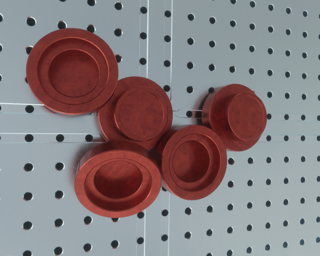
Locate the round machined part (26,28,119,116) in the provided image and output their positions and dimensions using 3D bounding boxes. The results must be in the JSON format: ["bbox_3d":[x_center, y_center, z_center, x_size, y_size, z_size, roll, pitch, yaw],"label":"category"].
[{"bbox_3d":[-0.099,-0.062,0.361,0.099,0.042,0.097,1,85,-11],"label":"round machined part"}]

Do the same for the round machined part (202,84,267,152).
[{"bbox_3d":[0.112,-0.015,0.442,0.099,0.042,0.097,2,86,-25],"label":"round machined part"}]

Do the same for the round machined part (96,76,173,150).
[{"bbox_3d":[-0.029,-0.017,0.394,0.099,0.042,0.097,0,90,-21],"label":"round machined part"}]

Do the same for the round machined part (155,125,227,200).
[{"bbox_3d":[0.038,0.044,0.416,0.099,0.042,0.097,-1,92,-24],"label":"round machined part"}]

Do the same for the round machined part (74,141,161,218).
[{"bbox_3d":[-0.050,0.057,0.372,0.099,0.042,0.097,-4,118,-8],"label":"round machined part"}]
